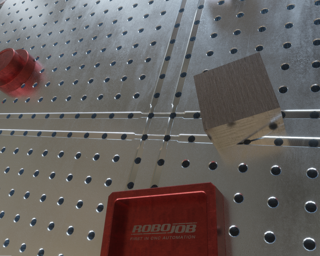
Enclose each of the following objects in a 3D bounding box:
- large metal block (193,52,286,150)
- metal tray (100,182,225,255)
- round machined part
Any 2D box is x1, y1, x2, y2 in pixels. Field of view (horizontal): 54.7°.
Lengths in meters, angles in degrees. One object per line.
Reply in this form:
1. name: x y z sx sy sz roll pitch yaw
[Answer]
1. large metal block: 0.091 -0.030 0.363 0.080 0.050 0.080 -18 55 18
2. metal tray: 0.002 0.112 0.335 0.130 0.030 0.090 -10 57 22
3. round machined part: -0.311 -0.126 0.638 0.098 0.042 0.098 -13 56 21
